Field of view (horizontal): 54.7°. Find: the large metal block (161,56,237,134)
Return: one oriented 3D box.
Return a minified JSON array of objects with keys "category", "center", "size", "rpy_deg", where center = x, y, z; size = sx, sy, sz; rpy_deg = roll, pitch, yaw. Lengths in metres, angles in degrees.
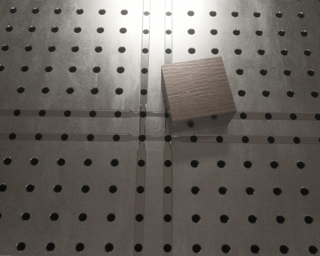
[{"category":"large metal block","center":[0.048,-0.043,0.415],"size":[0.081,0.050,0.080],"rpy_deg":[-9,70,-4]}]
